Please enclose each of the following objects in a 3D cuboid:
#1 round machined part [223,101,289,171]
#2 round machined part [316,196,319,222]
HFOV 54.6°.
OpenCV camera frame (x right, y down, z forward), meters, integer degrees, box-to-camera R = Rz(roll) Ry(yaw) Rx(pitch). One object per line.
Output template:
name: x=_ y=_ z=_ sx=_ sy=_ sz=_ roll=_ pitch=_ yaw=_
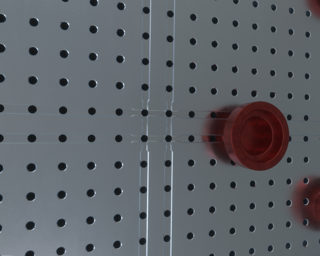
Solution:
round machined part: x=0.135 y=0.011 z=0.453 sx=0.099 sy=0.042 sz=0.097 roll=0 pitch=90 yaw=-20
round machined part: x=0.301 y=0.137 z=0.514 sx=0.099 sy=0.042 sz=0.097 roll=0 pitch=90 yaw=-20
